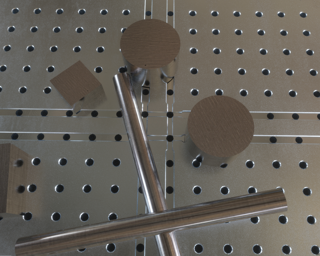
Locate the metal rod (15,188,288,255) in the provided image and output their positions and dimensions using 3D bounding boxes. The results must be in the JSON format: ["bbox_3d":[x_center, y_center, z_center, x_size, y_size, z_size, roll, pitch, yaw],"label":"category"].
[{"bbox_3d":[-0.014,0.108,0.346,0.301,0.025,0.025,-12,70,5],"label":"metal rod"}]

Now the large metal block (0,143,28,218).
[{"bbox_3d":[-0.212,0.067,0.372,0.081,0.050,0.080,-5,70,-2],"label":"large metal block"}]

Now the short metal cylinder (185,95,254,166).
[{"bbox_3d":[0.074,0.005,0.397,0.081,0.050,0.080,0,70,0],"label":"short metal cylinder"}]

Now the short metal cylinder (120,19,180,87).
[{"bbox_3d":[-0.013,-0.105,0.437,0.081,0.050,0.080,0,70,0],"label":"short metal cylinder"}]

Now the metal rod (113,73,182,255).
[{"bbox_3d":[-0.013,0.064,0.388,0.025,0.025,0.299,-15,71,-5],"label":"metal rod"}]

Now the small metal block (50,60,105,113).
[{"bbox_3d":[-0.115,-0.058,0.432,0.050,0.025,0.050,-39,75,-13],"label":"small metal block"}]
